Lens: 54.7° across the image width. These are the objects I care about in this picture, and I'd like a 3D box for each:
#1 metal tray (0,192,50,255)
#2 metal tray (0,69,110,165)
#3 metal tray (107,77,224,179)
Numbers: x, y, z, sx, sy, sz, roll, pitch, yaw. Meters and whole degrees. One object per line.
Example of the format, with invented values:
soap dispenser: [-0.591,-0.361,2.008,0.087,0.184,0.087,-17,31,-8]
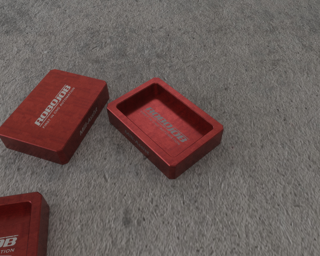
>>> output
metal tray: [-0.180,0.117,0.299,0.131,0.030,0.090,-7,50,-6]
metal tray: [-0.137,-0.021,0.416,0.090,0.030,0.130,15,51,12]
metal tray: [0.005,-0.006,0.404,0.091,0.030,0.130,-34,58,-25]
